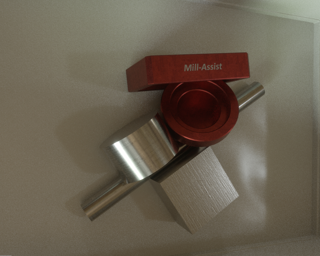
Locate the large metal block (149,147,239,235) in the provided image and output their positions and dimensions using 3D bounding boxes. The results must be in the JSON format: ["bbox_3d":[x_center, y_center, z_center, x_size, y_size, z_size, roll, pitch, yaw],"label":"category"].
[{"bbox_3d":[0.043,0.078,0.412,0.080,0.050,0.080,-35,102,-17],"label":"large metal block"}]

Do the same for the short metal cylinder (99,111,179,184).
[{"bbox_3d":[-0.024,0.022,0.372,0.080,0.080,0.050,-35,102,-17],"label":"short metal cylinder"}]

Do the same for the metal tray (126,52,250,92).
[{"bbox_3d":[0.032,-0.068,0.386,0.131,0.090,0.030,-7,93,-21],"label":"metal tray"}]

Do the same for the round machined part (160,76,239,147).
[{"bbox_3d":[0.049,-0.020,0.404,0.099,0.042,0.098,2,66,-4],"label":"round machined part"}]

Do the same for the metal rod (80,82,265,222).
[{"bbox_3d":[0.029,0.022,0.421,0.302,0.025,0.025,-34,102,-17],"label":"metal rod"}]
